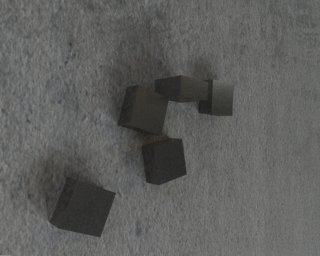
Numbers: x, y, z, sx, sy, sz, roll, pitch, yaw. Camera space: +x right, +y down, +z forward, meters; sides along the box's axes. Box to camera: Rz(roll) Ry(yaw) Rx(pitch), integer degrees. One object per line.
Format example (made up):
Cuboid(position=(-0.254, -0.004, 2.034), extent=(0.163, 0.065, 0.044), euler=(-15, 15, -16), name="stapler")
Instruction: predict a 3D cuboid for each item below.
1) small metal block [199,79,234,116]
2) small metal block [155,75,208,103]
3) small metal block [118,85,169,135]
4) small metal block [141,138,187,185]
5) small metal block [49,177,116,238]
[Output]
Cuboid(position=(0.088, -0.046, 0.481), extent=(0.050, 0.025, 0.050), euler=(5, 87, -40), name="small metal block")
Cuboid(position=(0.028, -0.051, 0.414), extent=(0.050, 0.050, 0.025), euler=(6, 87, -40), name="small metal block")
Cuboid(position=(-0.020, -0.021, 0.390), extent=(0.050, 0.025, 0.050), euler=(20, 78, -39), name="small metal block")
Cuboid(position=(0.006, 0.043, 0.412), extent=(0.050, 0.025, 0.050), euler=(-13, 99, -39), name="small metal block")
Cuboid(position=(-0.083, 0.086, 0.337), extent=(0.050, 0.025, 0.050), euler=(29, 72, -37), name="small metal block")
